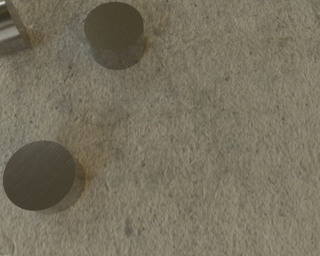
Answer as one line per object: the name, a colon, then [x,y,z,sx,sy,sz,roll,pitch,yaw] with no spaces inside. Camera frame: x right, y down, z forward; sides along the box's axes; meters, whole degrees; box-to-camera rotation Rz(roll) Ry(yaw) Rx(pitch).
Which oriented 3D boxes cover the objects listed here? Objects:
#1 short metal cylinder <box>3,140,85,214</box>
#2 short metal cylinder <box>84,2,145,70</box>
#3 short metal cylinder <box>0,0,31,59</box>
short metal cylinder: [-0.136,0.060,0.371,0.081,0.050,0.080,0,70,0]
short metal cylinder: [-0.063,-0.130,0.442,0.081,0.050,0.080,0,70,0]
short metal cylinder: [-0.221,-0.140,0.428,0.050,0.080,0.080,-22,72,-8]
